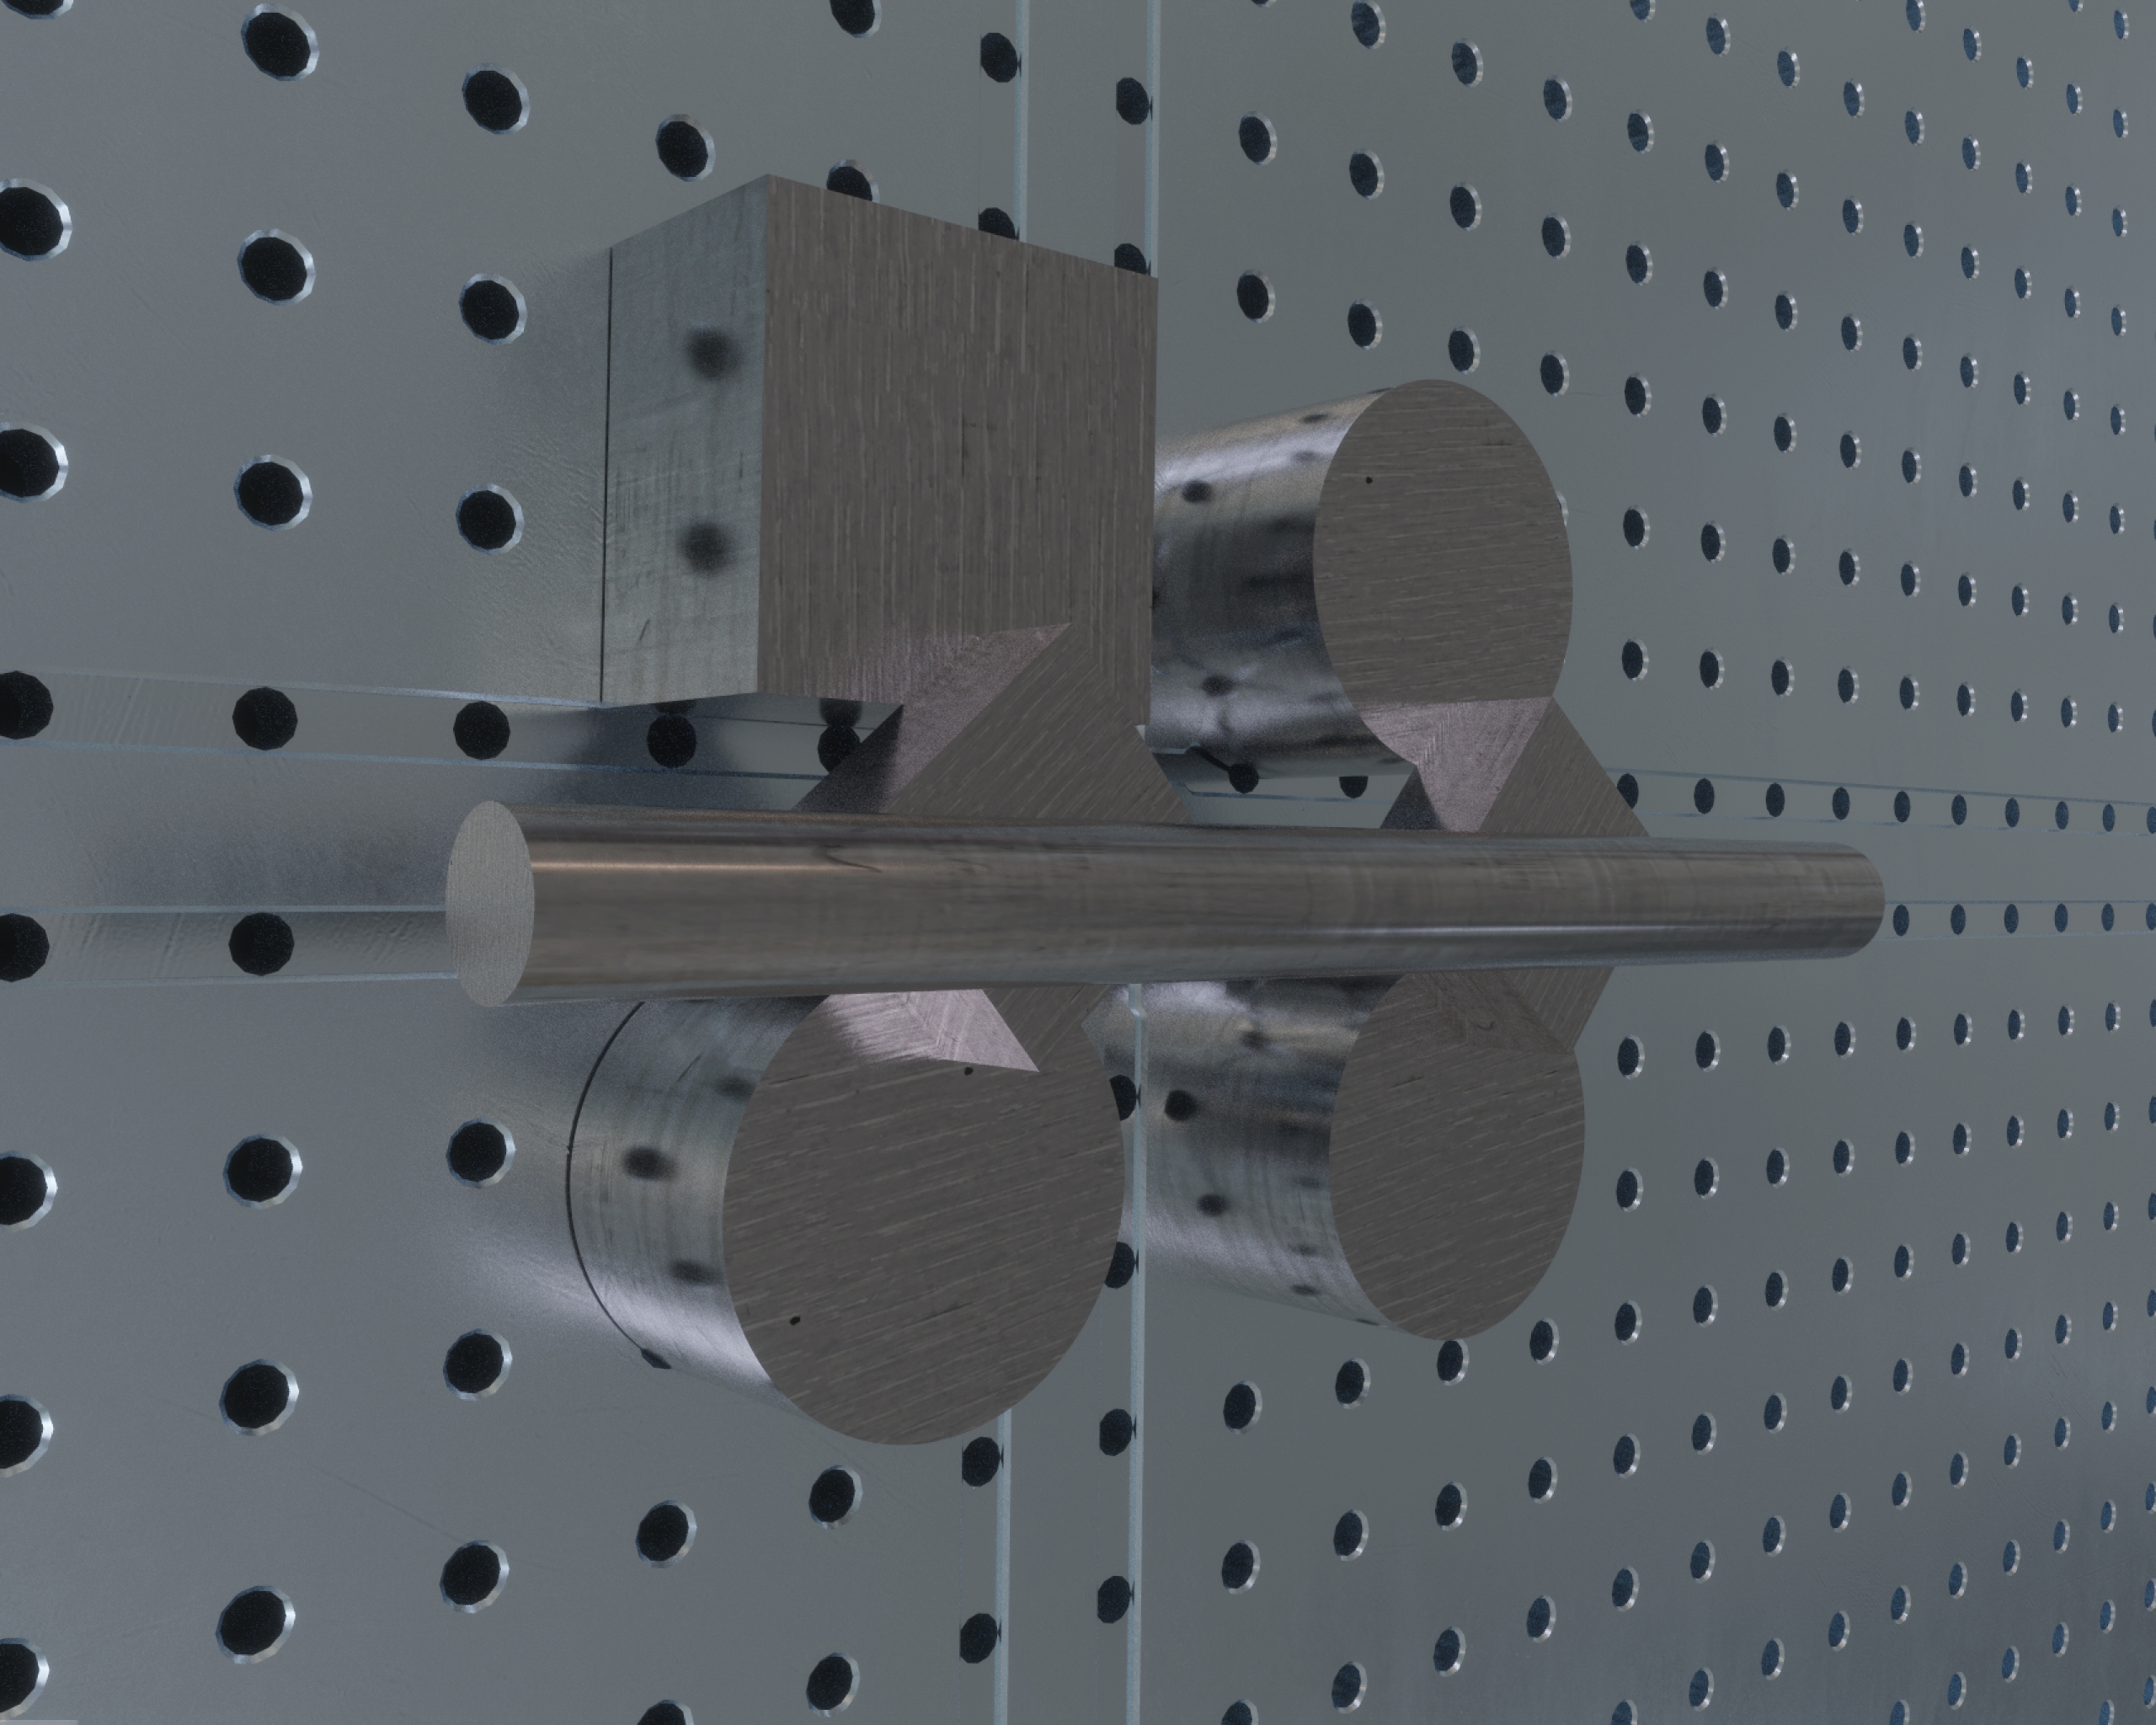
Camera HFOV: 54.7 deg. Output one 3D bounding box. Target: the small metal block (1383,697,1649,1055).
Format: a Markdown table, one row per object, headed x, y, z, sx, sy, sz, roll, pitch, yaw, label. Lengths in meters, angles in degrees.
| x | y | z | sx | sy | sz | roll | pitch | yaw | label |
| --- | --- | --- | --- | --- | --- | --- | --- | --- | --- |
| 0.086 | 0.003 | 0.417 | 0.050 | 0.025 | 0.050 | 48 | 62 | -29 | small metal block |

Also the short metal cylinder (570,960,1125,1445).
| x | y | z | sx | sy | sz | roll | pitch | yaw | label |
| --- | --- | --- | --- | --- | --- | --- | --- | --- | --- |
| -0.039 | 0.054 | 0.359 | 0.081 | 0.050 | 0.080 | 0 | 90 | -40 | short metal cylinder |

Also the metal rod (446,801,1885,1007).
| x | y | z | sx | sy | sz | roll | pitch | yaw | label |
| --- | --- | --- | --- | --- | --- | --- | --- | --- | --- |
| 0.045 | 0.007 | 0.348 | 0.302 | 0.025 | 0.025 | 1 | 90 | -40 | metal rod |

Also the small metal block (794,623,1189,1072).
| x | y | z | sx | sy | sz | roll | pitch | yaw | label |
| --- | --- | --- | --- | --- | --- | --- | --- | --- | --- |
| -0.011 | -0.003 | 0.335 | 0.050 | 0.025 | 0.050 | -48 | 118 | -29 | small metal block |

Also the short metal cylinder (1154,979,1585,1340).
| x | y | z | sx | sy | sz | roll | pitch | yaw | label |
| --- | --- | --- | --- | --- | --- | --- | --- | --- | --- |
| 0.063 | 0.057 | 0.446 | 0.081 | 0.050 | 0.080 | 0 | 90 | -40 | short metal cylinder |

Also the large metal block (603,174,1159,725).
| x | y | z | sx | sy | sz | roll | pitch | yaw | label |
| --- | --- | --- | --- | --- | --- | --- | --- | --- | --- |
| -0.033 | -0.065 | 0.364 | 0.081 | 0.050 | 0.080 | 2 | 89 | -40 | large metal block |

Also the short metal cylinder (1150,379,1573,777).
| x | y | z | sx | sy | sz | roll | pitch | yaw | label |
| --- | --- | --- | --- | --- | --- | --- | --- | --- | --- |
| 0.060 | -0.058 | 0.443 | 0.081 | 0.050 | 0.080 | 0 | 90 | -40 | short metal cylinder |
